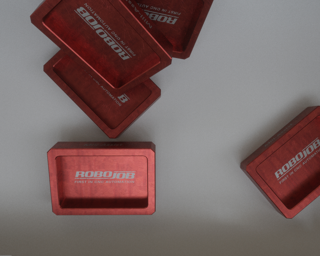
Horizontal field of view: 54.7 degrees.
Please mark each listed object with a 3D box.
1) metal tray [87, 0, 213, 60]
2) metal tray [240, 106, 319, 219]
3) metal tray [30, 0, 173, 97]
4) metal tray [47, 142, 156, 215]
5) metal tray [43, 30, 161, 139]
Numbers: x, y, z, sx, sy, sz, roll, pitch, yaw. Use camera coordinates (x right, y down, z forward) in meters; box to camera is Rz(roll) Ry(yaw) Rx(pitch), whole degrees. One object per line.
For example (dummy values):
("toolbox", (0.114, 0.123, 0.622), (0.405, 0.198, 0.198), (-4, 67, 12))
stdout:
("metal tray", (-0.014, -0.135, 0.364), (0.131, 0.089, 0.030), (6, 46, -17))
("metal tray", (0.186, 0.044, 0.411), (0.130, 0.030, 0.090), (-40, 91, -1))
("metal tray", (-0.059, -0.102, 0.339), (0.090, 0.030, 0.130), (-28, 126, 29))
("metal tray", (-0.071, 0.064, 0.397), (0.131, 0.030, 0.089), (0, 104, -1))
("metal tray", (-0.073, -0.061, 0.407), (0.090, 0.030, 0.130), (-44, 91, 0))
